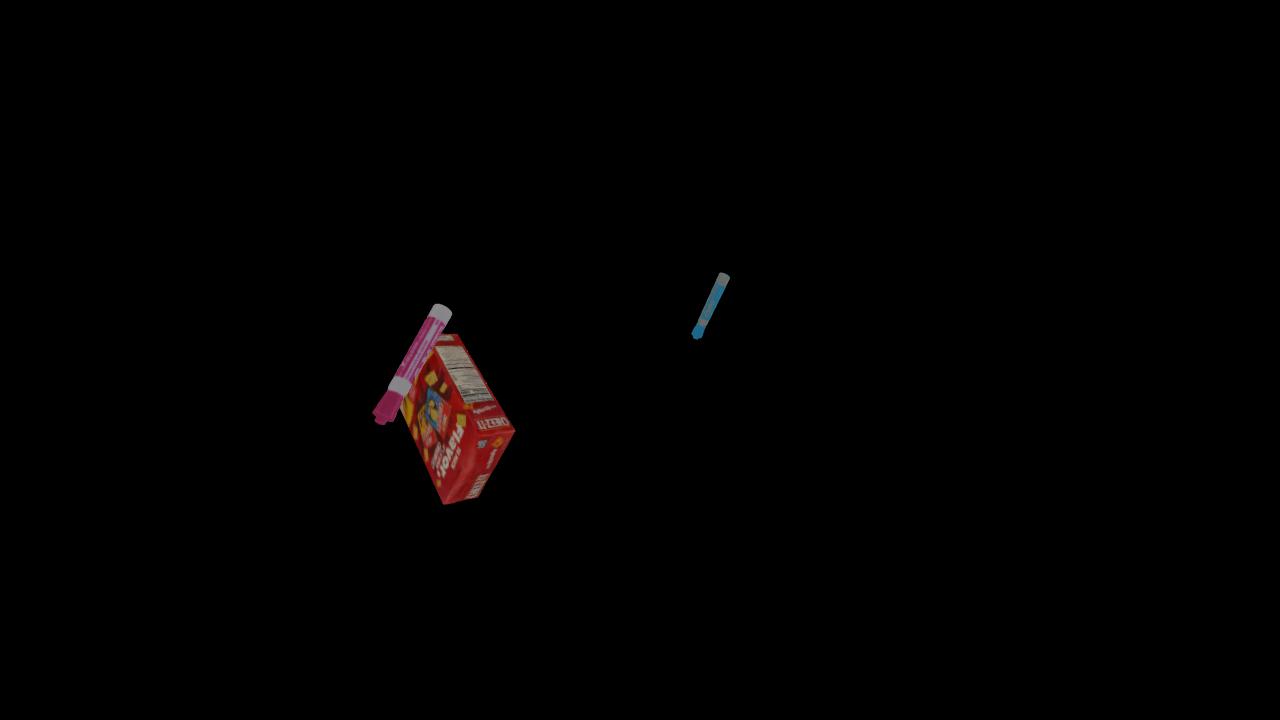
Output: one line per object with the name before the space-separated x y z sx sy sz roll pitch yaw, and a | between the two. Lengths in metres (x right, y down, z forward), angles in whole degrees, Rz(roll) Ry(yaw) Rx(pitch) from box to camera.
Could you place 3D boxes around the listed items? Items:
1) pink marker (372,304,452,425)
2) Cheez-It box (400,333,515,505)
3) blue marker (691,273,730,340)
pink marker | -0.202 0.003 0.548 0.020 0.121 0.020 16 -27 8
Cheez-It box | -0.300 0.089 0.979 0.071 0.166 0.223 -4 46 -44
blue marker | 0.112 -0.084 0.989 0.020 0.121 0.020 17 32 -11
